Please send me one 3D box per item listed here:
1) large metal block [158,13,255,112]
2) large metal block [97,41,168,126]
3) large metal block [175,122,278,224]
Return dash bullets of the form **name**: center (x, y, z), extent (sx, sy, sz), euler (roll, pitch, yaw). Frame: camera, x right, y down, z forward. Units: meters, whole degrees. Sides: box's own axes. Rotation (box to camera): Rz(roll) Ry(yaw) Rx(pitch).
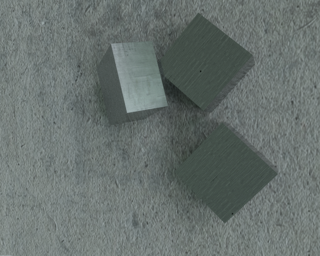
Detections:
- **large metal block**: center (0.055, -0.076, 0.376), extent (0.080, 0.050, 0.080), euler (44, 103, 14)
- **large metal block**: center (-0.038, -0.053, 0.386), extent (0.050, 0.080, 0.080), euler (-11, 85, -24)
- **large metal block**: center (0.079, 0.050, 0.368), extent (0.080, 0.050, 0.080), euler (45, 104, 14)
